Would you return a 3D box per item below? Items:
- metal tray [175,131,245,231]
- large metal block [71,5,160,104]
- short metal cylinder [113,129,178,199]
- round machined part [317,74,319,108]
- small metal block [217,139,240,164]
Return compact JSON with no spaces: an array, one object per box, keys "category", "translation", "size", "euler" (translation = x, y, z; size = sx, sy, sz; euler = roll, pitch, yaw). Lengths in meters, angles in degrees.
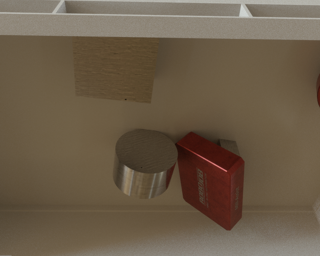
[{"category":"metal tray","translation":[0.070,0.076,0.435],"size":[0.030,0.090,0.129],"euler":[-37,137,-28]},{"category":"large metal block","translation":[-0.045,-0.076,0.327],"size":[0.081,0.050,0.079],"euler":[5,130,-5]},{"category":"short metal cylinder","translation":[-0.021,0.047,0.412],"size":[0.081,0.080,0.050],"euler":[7,130,-7]},{"category":"round machined part","translation":[0.230,-0.051,0.346],"size":[0.098,0.042,0.097],"euler":[12,135,12]},{"category":"small metal block","translation":[0.091,0.052,0.438],"size":[0.025,0.050,0.050],"euler":[9,130,-8]}]
